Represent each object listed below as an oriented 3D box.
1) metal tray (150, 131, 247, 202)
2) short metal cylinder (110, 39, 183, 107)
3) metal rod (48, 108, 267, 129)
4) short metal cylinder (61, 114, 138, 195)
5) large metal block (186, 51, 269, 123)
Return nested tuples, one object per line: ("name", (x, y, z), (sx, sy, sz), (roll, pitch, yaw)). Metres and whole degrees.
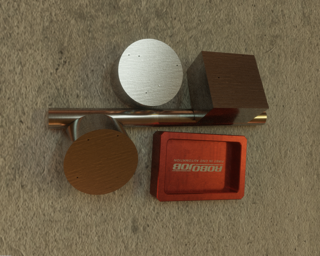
("metal tray", (0.055, 0.052, 0.427), (0.131, 0.030, 0.089), (4, 89, -20))
("short metal cylinder", (-0.018, -0.066, 0.390), (0.081, 0.050, 0.080), (0, 90, -20))
("metal rod", (0.011, -0.014, 0.416), (0.303, 0.025, 0.025), (-1, 91, -20))
("short metal cylinder", (-0.071, 0.029, 0.358), (0.081, 0.050, 0.079), (-8, 113, -18))
("large metal block", (0.088, -0.053, 0.416), (0.081, 0.050, 0.080), (-1, 69, -20))
